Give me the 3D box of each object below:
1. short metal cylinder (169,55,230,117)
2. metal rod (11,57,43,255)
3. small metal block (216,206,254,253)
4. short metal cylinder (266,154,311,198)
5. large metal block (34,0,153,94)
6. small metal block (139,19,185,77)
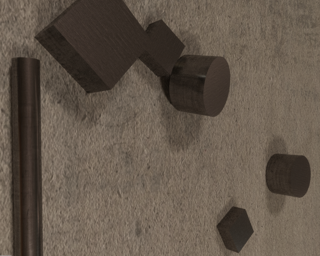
[{"bbox_3d":[0.056,-0.058,0.423,0.081,0.050,0.079,-24,120,-51],"label":"short metal cylinder"},{"bbox_3d":[-0.127,0.084,0.299,0.025,0.025,0.298,-1,91,-40],"label":"metal rod"},{"bbox_3d":[0.126,0.168,0.514,0.050,0.025,0.050,-38,113,-34],"label":"small metal block"},{"bbox_3d":[0.250,0.091,0.602,0.081,0.050,0.079,0,90,-40],"label":"short metal cylinder"},{"bbox_3d":[-0.068,-0.095,0.332,0.080,0.050,0.080,50,60,-29],"label":"large metal block"},{"bbox_3d":[0.000,-0.104,0.406,0.050,0.025,0.050,40,66,-33],"label":"small metal block"}]
